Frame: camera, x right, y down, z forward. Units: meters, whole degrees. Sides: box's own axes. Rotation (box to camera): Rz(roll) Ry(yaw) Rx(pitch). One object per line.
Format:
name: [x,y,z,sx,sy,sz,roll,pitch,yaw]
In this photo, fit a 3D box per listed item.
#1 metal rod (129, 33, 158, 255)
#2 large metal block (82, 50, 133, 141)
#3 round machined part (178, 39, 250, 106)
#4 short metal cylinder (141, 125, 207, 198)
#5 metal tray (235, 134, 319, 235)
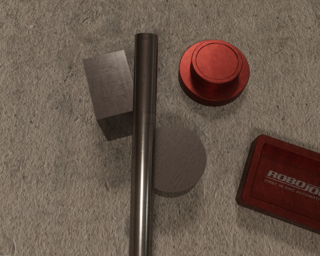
metal rod: [-0.019,0.051,0.333,0.025,0.025,0.298,2,91,0]
large metal block: [-0.057,-0.038,0.392,0.050,0.080,0.080,-15,71,-6]
round machined part: [0.076,-0.083,0.430,0.099,0.042,0.098,0,70,-1]
short metal cylinder: [0.013,0.042,0.380,0.081,0.050,0.080,0,70,-1]
metal tray: [0.170,0.071,0.381,0.131,0.030,0.090,19,71,6]
